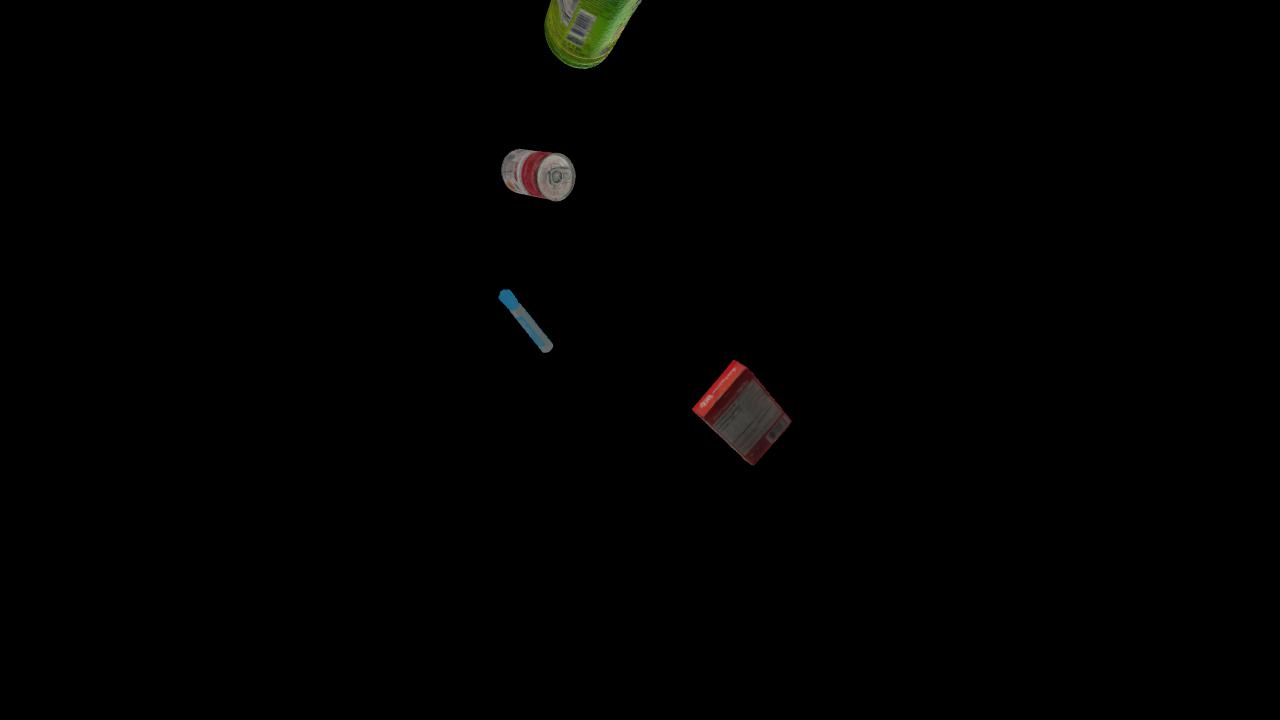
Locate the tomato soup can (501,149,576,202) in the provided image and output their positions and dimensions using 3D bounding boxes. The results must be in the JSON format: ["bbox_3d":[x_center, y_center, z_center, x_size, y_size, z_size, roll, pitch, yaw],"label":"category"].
[{"bbox_3d":[-0.153,-0.276,0.914,0.068,0.068,0.101,0,17,-45],"label":"tomato soup can"}]

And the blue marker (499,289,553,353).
[{"bbox_3d":[-0.152,-0.052,0.823,0.020,0.020,0.121,0,-35,26],"label":"blue marker"}]

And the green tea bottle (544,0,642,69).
[{"bbox_3d":[-0.028,-0.316,0.508,0.073,0.073,0.212,0,4,-19],"label":"green tea bottle"}]

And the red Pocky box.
[{"bbox_3d":[0.133,0.070,0.785,0.028,0.083,0.155,40,-2,46],"label":"red Pocky box"}]
